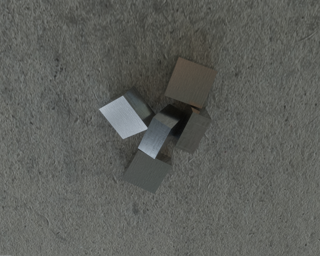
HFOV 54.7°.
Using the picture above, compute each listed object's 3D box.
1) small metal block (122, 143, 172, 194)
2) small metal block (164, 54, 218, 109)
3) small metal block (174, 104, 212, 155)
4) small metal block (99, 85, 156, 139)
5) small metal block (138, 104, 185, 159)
[{"bbox_3d":[-0.018,0.056,0.430,0.050,0.025,0.050,27,108,-10],"label":"small metal block"},{"bbox_3d":[0.037,-0.058,0.388,0.050,0.025,0.050,19,109,-7],"label":"small metal block"},{"bbox_3d":[0.040,-0.002,0.396,0.025,0.050,0.050,23,108,-9],"label":"small metal block"},{"bbox_3d":[-0.040,-0.018,0.390,0.050,0.025,0.050,-22,111,42],"label":"small metal block"},{"bbox_3d":[0.003,0.003,0.389,0.025,0.050,0.050,33,122,9],"label":"small metal block"}]
